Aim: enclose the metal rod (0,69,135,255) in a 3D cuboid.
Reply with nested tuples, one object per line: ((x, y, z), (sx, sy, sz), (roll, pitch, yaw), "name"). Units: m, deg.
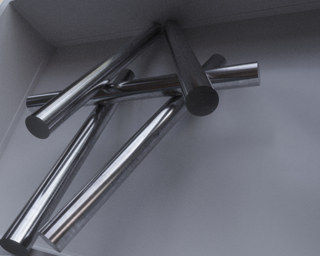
((-0.085, 0.008, 0.367), (0.025, 0.025, 0.301), (-10, 33, 23), "metal rod")

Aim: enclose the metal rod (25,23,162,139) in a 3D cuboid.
((-0.058, -0.080, 0.393), (0.025, 0.025, 0.301), (-4, 30, 26), "metal rod")

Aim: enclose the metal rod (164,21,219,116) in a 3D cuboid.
((0.025, -0.090, 0.363), (0.025, 0.025, 0.300), (-27, 26, 11), "metal rod")

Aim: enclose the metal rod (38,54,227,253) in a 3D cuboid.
((-0.005, 0.001, 0.335), (0.025, 0.025, 0.301), (15, 47, 34), "metal rod")

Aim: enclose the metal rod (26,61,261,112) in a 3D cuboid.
((-0.038, -0.044, 0.371), (0.301, 0.025, 0.025), (-4, 60, 23), "metal rod")
